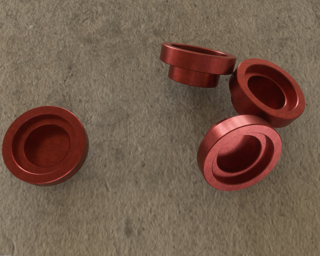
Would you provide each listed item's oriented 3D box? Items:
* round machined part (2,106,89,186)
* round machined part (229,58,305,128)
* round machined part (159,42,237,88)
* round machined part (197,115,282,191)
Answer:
[{"bbox_3d":[-0.138,0.025,0.388,0.099,0.042,0.098,0,70,-1],"label":"round machined part"},{"bbox_3d":[0.133,-0.041,0.403,0.099,0.042,0.098,11,54,-16],"label":"round machined part"},{"bbox_3d":[0.048,-0.083,0.411,0.099,0.098,0.042,12,111,4],"label":"round machined part"},{"bbox_3d":[0.090,0.025,0.372,0.099,0.097,0.042,-16,36,-6],"label":"round machined part"}]
